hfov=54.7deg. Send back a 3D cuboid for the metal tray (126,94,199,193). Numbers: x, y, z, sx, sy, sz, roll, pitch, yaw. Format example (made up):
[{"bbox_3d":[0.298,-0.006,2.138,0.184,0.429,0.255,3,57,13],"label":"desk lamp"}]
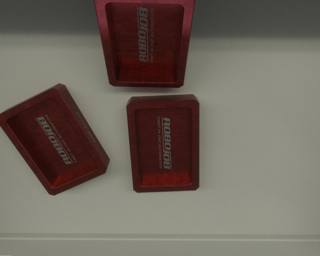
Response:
[{"bbox_3d":[0.006,0.022,0.416,0.091,0.030,0.129,-3,110,0],"label":"metal tray"}]

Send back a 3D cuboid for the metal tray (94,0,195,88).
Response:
[{"bbox_3d":[-0.015,-0.096,0.333,0.091,0.030,0.129,1,149,-1],"label":"metal tray"}]

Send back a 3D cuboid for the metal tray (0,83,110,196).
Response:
[{"bbox_3d":[-0.138,0.018,0.413,0.090,0.030,0.130,-25,109,8],"label":"metal tray"}]
